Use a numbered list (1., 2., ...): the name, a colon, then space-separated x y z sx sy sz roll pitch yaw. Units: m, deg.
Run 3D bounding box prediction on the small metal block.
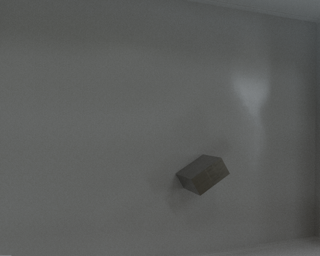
1. small metal block: 0.056 0.062 0.418 0.050 0.050 0.025 -32 101 -17
